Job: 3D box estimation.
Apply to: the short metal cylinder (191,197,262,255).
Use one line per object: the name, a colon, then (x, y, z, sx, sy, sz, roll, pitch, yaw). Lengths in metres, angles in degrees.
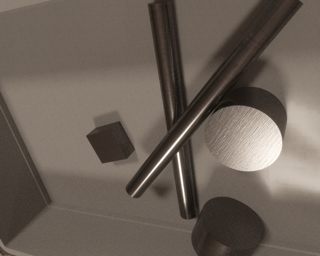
short metal cylinder: (0.087, 0.139, 0.413, 0.080, 0.080, 0.050, 24, 127, 13)

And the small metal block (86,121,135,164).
small metal block: (-0.073, 0.022, 0.459, 0.050, 0.025, 0.050, -14, 112, 33)

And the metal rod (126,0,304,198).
metal rod: (0.041, -0.015, 0.351, 0.025, 0.025, 0.298, 38, 121, 2)

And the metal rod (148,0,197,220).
metal rod: (0.021, -0.002, 0.395, 0.025, 0.025, 0.298, 5, 121, 25)

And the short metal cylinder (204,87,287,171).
short metal cylinder: (0.095, 0.001, 0.342, 0.080, 0.050, 0.079, 13, 124, 20)
